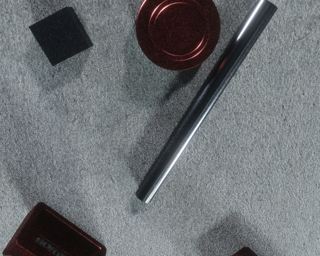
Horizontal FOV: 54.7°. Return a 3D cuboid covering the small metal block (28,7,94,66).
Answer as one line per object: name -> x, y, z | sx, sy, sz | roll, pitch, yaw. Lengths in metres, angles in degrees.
small metal block -> -0.116, -0.109, 0.368 | 0.050, 0.025, 0.050 | -25, 109, 8

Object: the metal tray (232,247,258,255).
metal tray -> 0.151, 0.264, 0.506 | 0.090, 0.030, 0.130 | -43, 105, 14

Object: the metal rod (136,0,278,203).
metal rod -> 0.051, -0.023, 0.402 | 0.025, 0.025, 0.298 | 28, 107, -10

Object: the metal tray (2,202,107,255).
metal tray -> -0.140, 0.174, 0.437 | 0.130, 0.090, 0.030 | 42, 105, -14

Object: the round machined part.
round machined part -> 0.021, -0.115, 0.359 | 0.099, 0.042, 0.097 | 0, 110, -1
